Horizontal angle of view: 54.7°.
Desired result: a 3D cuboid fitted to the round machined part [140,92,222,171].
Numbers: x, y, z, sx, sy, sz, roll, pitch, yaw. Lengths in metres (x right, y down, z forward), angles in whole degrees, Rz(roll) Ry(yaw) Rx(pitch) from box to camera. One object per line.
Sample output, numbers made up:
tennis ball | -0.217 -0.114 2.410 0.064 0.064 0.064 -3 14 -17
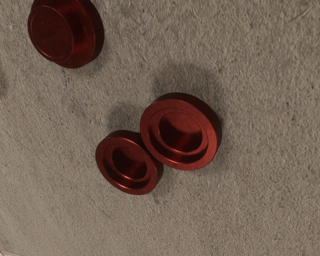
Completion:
round machined part | 0.028 0.001 0.380 0.098 0.042 0.097 13 124 20

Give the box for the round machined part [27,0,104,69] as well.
round machined part | -0.123 -0.120 0.384 0.098 0.042 0.097 13 124 20

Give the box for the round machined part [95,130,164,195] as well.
round machined part | -0.039 0.045 0.443 0.098 0.042 0.097 13 124 20
